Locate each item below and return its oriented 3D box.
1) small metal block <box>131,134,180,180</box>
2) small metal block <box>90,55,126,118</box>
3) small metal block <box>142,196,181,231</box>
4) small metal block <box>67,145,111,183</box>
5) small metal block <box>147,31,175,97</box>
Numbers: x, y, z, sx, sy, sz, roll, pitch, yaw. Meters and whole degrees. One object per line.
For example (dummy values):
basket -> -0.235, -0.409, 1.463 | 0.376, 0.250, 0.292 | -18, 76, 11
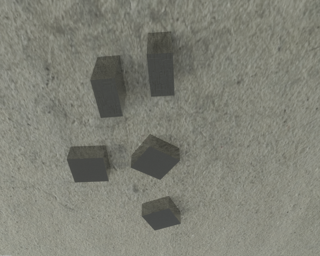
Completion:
small metal block -> -0.007, 0.042, 0.443 | 0.050, 0.025, 0.050 | 26, 125, -21
small metal block -> -0.056, -0.047, 0.350 | 0.025, 0.050, 0.050 | -4, 130, 3
small metal block -> 0.003, 0.147, 0.533 | 0.050, 0.025, 0.050 | -20, 128, 16
small metal block -> -0.102, 0.053, 0.451 | 0.050, 0.025, 0.050 | -2, 130, 1
small metal block -> 0.001, -0.069, 0.332 | 0.025, 0.050, 0.050 | -3, 130, 2
